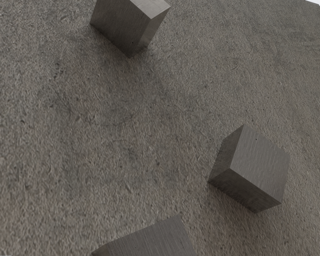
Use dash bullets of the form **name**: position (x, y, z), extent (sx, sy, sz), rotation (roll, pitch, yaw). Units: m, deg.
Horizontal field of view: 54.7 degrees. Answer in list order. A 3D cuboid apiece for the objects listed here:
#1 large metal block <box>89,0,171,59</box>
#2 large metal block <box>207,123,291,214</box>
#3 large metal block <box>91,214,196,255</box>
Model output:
- **large metal block**: position (-0.045, -0.162, 0.443), extent (0.080, 0.080, 0.050), rotation (42, 51, 0)
- **large metal block**: position (0.122, 0.055, 0.420), extent (0.080, 0.050, 0.080), rotation (34, 51, -6)
- **large metal block**: position (-0.009, 0.140, 0.297), extent (0.081, 0.050, 0.080), rotation (-12, 68, -33)
